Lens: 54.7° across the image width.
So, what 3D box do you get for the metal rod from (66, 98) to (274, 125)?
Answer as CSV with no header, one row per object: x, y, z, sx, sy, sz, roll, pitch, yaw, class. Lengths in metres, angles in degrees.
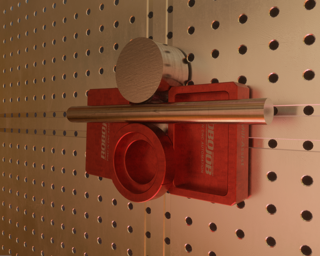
-0.016,-0.018,0.378,0.300,0.025,0.025,1,91,39,metal rod

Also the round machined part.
-0.018,0.043,0.396,0.098,0.042,0.097,0,90,40,round machined part

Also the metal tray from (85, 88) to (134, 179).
-0.069,0.007,0.456,0.090,0.030,0.129,4,92,40,metal tray

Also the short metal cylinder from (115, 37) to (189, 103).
-0.011,-0.071,0.397,0.080,0.050,0.079,0,90,40,short metal cylinder

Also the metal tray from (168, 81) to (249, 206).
0.053,0.016,0.357,0.090,0.030,0.129,1,91,40,metal tray
